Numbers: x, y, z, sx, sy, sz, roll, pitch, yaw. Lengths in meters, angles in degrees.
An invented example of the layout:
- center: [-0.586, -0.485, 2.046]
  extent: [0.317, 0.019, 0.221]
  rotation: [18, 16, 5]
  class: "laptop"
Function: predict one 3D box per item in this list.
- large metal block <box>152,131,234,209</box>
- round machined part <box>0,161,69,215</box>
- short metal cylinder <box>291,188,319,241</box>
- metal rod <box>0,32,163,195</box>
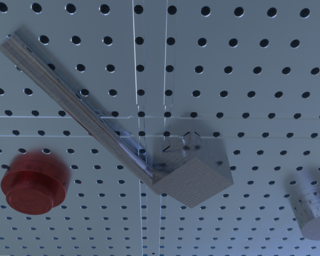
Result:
- center: [0.046, 0.063, 0.450]
  extent: [0.080, 0.050, 0.080]
  rotation: [36, 121, -27]
  class: "large metal block"
- center: [-0.197, 0.099, 0.482]
  extent: [0.099, 0.042, 0.097]
  rotation: [-1, 130, 0]
  class: "round machined part"
- center: [0.273, 0.147, 0.525]
  extent: [0.081, 0.050, 0.079]
  rotation: [0, 130, 0]
  class: "short metal cylinder"
- center: [-0.081, 0.001, 0.411]
  extent: [0.025, 0.025, 0.300]
  rotation: [-27, 126, 20]
  class: "metal rod"
